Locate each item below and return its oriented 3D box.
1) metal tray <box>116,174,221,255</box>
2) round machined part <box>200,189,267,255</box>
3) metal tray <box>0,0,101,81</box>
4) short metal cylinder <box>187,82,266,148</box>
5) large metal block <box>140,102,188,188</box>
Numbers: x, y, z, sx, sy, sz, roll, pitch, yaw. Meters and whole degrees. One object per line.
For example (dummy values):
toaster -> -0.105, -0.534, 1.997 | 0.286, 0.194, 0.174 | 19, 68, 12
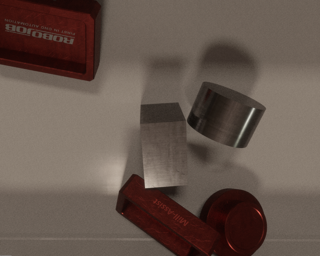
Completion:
metal tray -> 0.005, 0.122, 0.404 | 0.130, 0.030, 0.090 | 34, 149, 9
round machined part -> 0.108, 0.135, 0.429 | 0.099, 0.042, 0.097 | 3, 82, -22
metal tray -> -0.135, -0.106, 0.346 | 0.131, 0.030, 0.089 | 10, 139, -5
short metal cylinder -> 0.080, -0.017, 0.377 | 0.080, 0.080, 0.050 | 19, 109, -7
large metal block -> 0.004, 0.018, 0.387 | 0.050, 0.080, 0.079 | -4, 109, -2
